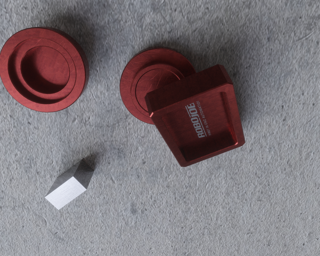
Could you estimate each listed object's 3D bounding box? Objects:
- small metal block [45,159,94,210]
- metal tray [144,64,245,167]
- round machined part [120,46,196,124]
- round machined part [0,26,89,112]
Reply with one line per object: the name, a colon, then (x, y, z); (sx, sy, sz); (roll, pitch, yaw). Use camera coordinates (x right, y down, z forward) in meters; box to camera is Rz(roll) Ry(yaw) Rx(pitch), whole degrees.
small metal block: (-0.122, 0.076, 0.423); (0.050, 0.050, 0.025); (-36, 106, 12)
metal tray: (0.047, -0.007, 0.369); (0.090, 0.030, 0.130); (-22, 143, 7)
round machined part: (-0.001, -0.049, 0.383); (0.099, 0.042, 0.097); (0, 110, -1)
round machined part: (-0.134, -0.071, 0.373); (0.099, 0.042, 0.097); (0, 110, -1)
